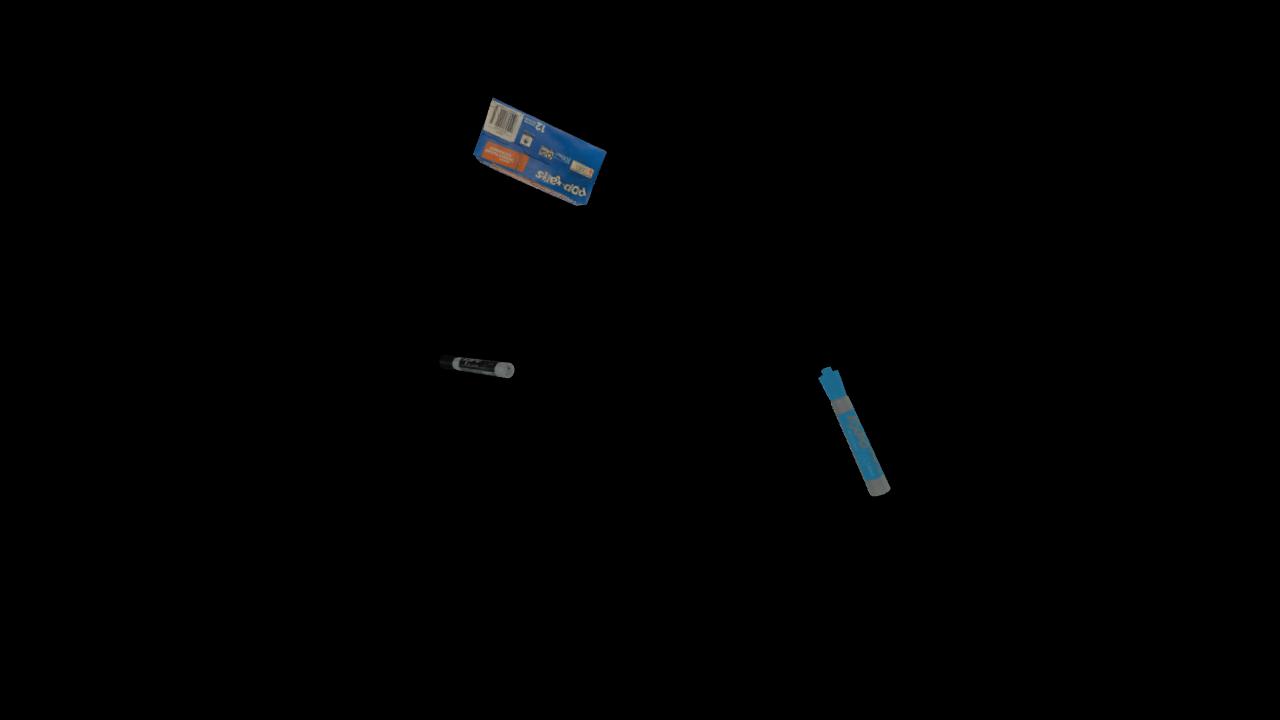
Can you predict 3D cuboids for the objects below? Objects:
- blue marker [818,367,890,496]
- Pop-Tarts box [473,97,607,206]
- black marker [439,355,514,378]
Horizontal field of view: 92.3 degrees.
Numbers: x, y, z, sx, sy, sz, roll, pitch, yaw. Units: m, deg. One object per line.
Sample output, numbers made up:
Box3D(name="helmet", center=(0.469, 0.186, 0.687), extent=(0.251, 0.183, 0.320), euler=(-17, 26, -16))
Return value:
Box3D(name="blue marker", center=(0.190, 0.063, 0.550), extent=(0.020, 0.121, 0.020), euler=(-24, -1, 0))
Box3D(name="Pop-Tarts box", center=(-0.147, -0.295, 0.896), extent=(0.167, 0.083, 0.141), euler=(22, 9, -16))
Box3D(name="black marker", center=(-0.205, 0.007, 0.762), extent=(0.121, 0.020, 0.020), euler=(6, 3, 33))
